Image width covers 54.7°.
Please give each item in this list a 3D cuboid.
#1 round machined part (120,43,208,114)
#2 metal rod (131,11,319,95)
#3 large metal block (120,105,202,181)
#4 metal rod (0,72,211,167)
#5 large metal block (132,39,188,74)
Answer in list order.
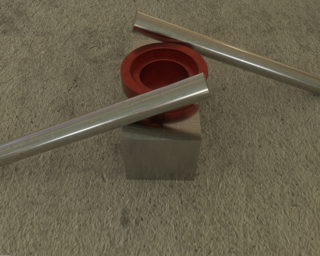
[{"bbox_3d":[0.005,-0.054,0.363,0.099,0.042,0.098,0,50,0],"label":"round machined part"},{"bbox_3d":[0.109,-0.092,0.414,0.302,0.025,0.025,14,48,-18],"label":"metal rod"},{"bbox_3d":[0.001,0.018,0.354,0.081,0.080,0.050,1,50,0],"label":"large metal block"},{"bbox_3d":[-0.094,0.003,0.329,0.301,0.025,0.025,-18,49,14],"label":"metal rod"},{"bbox_3d":[0.004,-0.074,0.431,0.081,0.080,0.050,1,50,0],"label":"large metal block"}]
